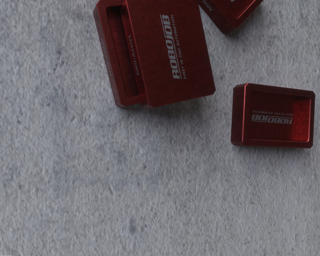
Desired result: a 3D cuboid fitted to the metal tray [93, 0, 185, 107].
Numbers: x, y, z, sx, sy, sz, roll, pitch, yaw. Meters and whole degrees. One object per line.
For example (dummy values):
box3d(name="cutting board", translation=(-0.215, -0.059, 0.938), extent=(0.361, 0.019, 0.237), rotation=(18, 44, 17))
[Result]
box3d(name="metal tray", translation=(-0.025, -0.098, 0.397), extent=(0.091, 0.030, 0.129), rotation=(-15, 95, -20))

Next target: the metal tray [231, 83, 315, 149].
box3d(name="metal tray", translation=(0.174, -0.016, 0.472), extent=(0.131, 0.030, 0.089), rotation=(3, 89, -21))

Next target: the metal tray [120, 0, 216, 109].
box3d(name="metal tray", translation=(0.011, -0.095, 0.379), extent=(0.091, 0.030, 0.129), rotation=(-14, 95, -20))

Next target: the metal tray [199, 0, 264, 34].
box3d(name="metal tray", translation=(0.086, -0.213, 0.438), extent=(0.130, 0.030, 0.090), rotation=(45, 76, -15))
